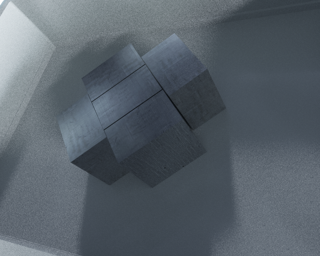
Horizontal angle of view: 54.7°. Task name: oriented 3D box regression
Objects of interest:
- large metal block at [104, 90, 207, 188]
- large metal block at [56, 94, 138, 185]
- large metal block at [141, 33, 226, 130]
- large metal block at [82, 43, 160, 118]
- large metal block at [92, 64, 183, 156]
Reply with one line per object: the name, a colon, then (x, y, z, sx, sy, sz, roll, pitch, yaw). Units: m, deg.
large metal block: (-0.003, 0.016, 0.361, 0.080, 0.080, 0.050, -35, 52, 5)
large metal block: (-0.079, 0.016, 0.399, 0.050, 0.080, 0.080, -35, 52, 5)
large metal block: (0.030, -0.057, 0.387, 0.050, 0.080, 0.080, -35, 52, 5)
large metal block: (-0.044, -0.053, 0.423, 0.080, 0.080, 0.050, -35, 52, 5)
large metal block: (-0.024, -0.019, 0.392, 0.080, 0.080, 0.050, -35, 52, 5)
